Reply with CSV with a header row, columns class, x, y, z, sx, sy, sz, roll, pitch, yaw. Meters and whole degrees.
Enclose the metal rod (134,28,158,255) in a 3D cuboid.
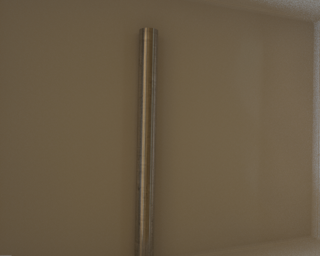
class,x,y,z,sx,sy,sz,roll,pitch,yaw
metal rod,-0.018,0.022,0.404,0.025,0.025,0.298,1,90,-20
